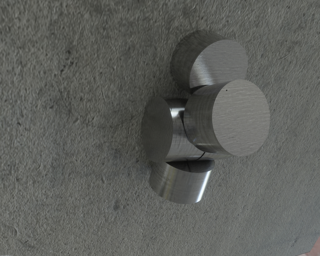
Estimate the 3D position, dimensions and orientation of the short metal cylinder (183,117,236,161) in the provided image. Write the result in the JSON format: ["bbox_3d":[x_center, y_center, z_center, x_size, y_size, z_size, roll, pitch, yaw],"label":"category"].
[{"bbox_3d":[0.063,0.003,0.410,0.050,0.080,0.079,1,118,-28],"label":"short metal cylinder"}]

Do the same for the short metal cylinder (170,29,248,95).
[{"bbox_3d":[0.059,-0.075,0.381,0.081,0.050,0.079,-14,125,-21],"label":"short metal cylinder"}]

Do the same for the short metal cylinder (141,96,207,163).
[{"bbox_3d":[0.017,0.002,0.385,0.050,0.080,0.079,1,118,-29],"label":"short metal cylinder"}]

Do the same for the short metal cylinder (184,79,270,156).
[{"bbox_3d":[0.074,-0.010,0.342,0.081,0.050,0.079,0,90,-29],"label":"short metal cylinder"}]

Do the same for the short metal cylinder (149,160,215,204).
[{"bbox_3d":[0.029,0.059,0.427,0.081,0.080,0.050,0,118,-29],"label":"short metal cylinder"}]
